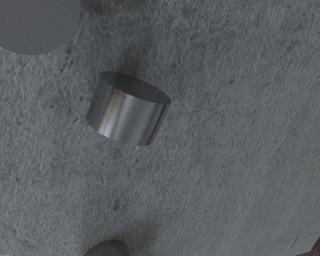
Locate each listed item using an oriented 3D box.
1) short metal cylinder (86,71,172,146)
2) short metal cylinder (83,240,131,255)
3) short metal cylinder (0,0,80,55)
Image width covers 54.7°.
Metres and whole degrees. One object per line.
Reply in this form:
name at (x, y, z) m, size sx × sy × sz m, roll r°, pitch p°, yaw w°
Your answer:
short metal cylinder at (-0.034, -0.022, 0.340) m, size 0.081 × 0.080 × 0.050 m, roll 11°, pitch 113°, yaw -33°
short metal cylinder at (-0.081, 0.225, 0.488) m, size 0.081 × 0.050 × 0.079 m, roll -14°, pitch 125°, yaw -21°
short metal cylinder at (-0.114, -0.108, 0.262) m, size 0.081 × 0.050 × 0.079 m, roll -14°, pitch 125°, yaw -21°
